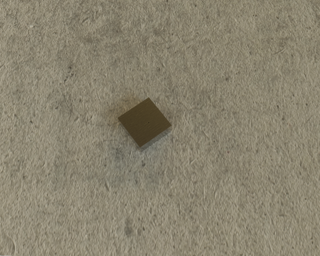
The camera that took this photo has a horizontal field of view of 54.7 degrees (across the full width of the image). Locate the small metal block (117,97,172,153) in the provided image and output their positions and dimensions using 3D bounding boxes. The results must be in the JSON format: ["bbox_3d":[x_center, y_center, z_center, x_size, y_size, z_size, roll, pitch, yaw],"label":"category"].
[{"bbox_3d":[-0.020,-0.004,0.411,0.050,0.025,0.050,-35,74,-12],"label":"small metal block"}]
